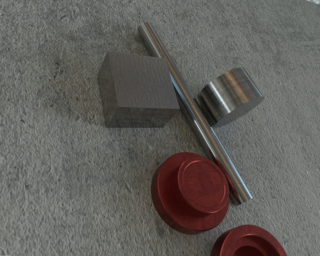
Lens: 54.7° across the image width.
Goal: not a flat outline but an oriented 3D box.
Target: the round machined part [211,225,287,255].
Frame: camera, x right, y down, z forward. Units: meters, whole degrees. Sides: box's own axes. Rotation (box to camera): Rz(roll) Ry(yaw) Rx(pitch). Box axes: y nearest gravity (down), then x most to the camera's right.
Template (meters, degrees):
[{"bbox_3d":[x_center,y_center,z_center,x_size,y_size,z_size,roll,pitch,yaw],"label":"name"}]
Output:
[{"bbox_3d":[0.097,0.162,0.346,0.099,0.042,0.098,14,56,-21],"label":"round machined part"}]

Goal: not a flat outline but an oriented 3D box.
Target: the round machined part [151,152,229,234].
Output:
[{"bbox_3d":[0.043,0.073,0.371,0.099,0.042,0.098,14,56,-21],"label":"round machined part"}]

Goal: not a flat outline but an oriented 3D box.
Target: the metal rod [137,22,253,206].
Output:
[{"bbox_3d":[0.043,-0.031,0.445,0.025,0.025,0.299,-16,70,-35],"label":"metal rod"}]

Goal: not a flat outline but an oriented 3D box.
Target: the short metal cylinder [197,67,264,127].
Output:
[{"bbox_3d":[0.102,-0.043,0.450,0.081,0.080,0.050,-18,72,-35],"label":"short metal cylinder"}]

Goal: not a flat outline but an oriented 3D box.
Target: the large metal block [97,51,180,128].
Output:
[{"bbox_3d":[-0.030,-0.047,0.400,0.081,0.050,0.080,0,62,-28],"label":"large metal block"}]
